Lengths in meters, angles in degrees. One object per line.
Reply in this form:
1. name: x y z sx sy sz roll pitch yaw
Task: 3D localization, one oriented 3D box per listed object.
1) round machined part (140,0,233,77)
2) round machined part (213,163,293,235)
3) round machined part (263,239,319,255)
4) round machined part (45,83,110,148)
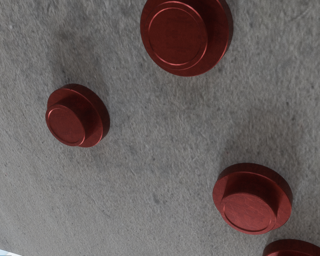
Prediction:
1. round machined part: 0.022 -0.099 0.322 0.098 0.042 0.097 13 124 20
2. round machined part: 0.115 0.096 0.394 0.098 0.042 0.097 13 124 20
3. round machined part: 0.188 0.203 0.422 0.098 0.042 0.097 13 124 20
4. round machined part: -0.126 -0.012 0.453 0.098 0.042 0.097 13 124 20
